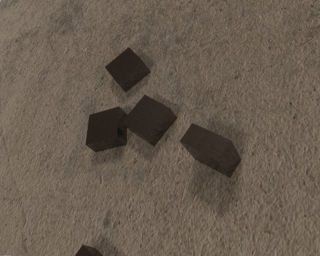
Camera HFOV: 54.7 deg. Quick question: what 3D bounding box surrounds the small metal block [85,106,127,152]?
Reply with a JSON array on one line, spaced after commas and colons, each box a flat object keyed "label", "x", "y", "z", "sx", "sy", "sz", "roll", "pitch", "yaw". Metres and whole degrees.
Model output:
[{"label": "small metal block", "x": -0.075, "y": 0.002, "z": 0.440, "sx": 0.050, "sy": 0.025, "sz": 0.050, "roll": -14, "pitch": 56, "yaw": 20}]

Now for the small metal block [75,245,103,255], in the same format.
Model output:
[{"label": "small metal block", "x": -0.079, "y": 0.167, "z": 0.341, "sx": 0.050, "sy": 0.025, "sz": 0.050, "roll": 27, "pitch": 76, "yaw": 36}]

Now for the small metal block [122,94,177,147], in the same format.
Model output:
[{"label": "small metal block", "x": -0.014, "y": -0.011, "z": 0.417, "sx": 0.050, "sy": 0.025, "sz": 0.050, "roll": 32, "pitch": 79, "yaw": 37}]

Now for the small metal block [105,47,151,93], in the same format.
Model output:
[{"label": "small metal block", "x": -0.051, "y": -0.092, "z": 0.485, "sx": 0.050, "sy": 0.025, "sz": 0.050, "roll": -40, "pitch": 51, "yaw": 1}]

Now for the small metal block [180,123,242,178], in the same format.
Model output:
[{"label": "small metal block", "x": 0.057, "y": 0.025, "z": 0.342, "sx": 0.050, "sy": 0.050, "sz": 0.025, "roll": 27, "pitch": 77, "yaw": 37}]
